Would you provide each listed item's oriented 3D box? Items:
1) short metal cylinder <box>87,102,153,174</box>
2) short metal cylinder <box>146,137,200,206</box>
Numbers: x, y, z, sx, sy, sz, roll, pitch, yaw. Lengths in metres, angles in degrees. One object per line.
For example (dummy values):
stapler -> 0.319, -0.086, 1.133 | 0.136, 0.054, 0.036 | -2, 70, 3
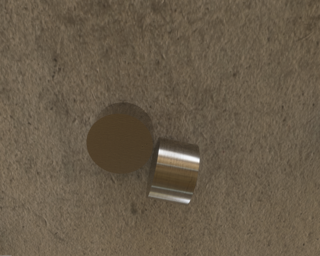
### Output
short metal cylinder -> -0.049, 0.012, 0.400 | 0.081, 0.050, 0.079 | 0, 110, -1
short metal cylinder -> 0.015, 0.056, 0.401 | 0.050, 0.080, 0.079 | 12, 110, -5
